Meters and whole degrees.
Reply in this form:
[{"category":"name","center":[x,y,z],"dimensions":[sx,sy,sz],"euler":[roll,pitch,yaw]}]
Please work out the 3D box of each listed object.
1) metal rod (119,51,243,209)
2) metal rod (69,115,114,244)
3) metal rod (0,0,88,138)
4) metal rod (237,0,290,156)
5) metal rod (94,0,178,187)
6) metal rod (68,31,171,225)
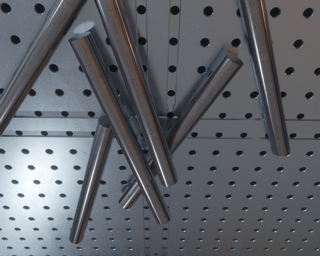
[{"category":"metal rod","center":[0.013,0.023,0.430],"dimensions":[0.025,0.025,0.298],"euler":[22,127,-18]},{"category":"metal rod","center":[-0.113,0.100,0.495],"dimensions":[0.025,0.025,0.298],"euler":[14,129,-12]},{"category":"metal rod","center":[-0.169,-0.047,0.370],"dimensions":[0.025,0.025,0.299],"euler":[32,123,-24]},{"category":"metal rod","center":[0.116,-0.075,0.348],"dimensions":[0.025,0.025,0.299],"euler":[-17,128,14]},{"category":"metal rod","center":[-0.025,-0.046,0.353],"dimensions":[0.025,0.025,0.299],"euler":[-12,124,10]},{"category":"metal rod","center":[-0.040,0.022,0.406],"dimensions":[0.025,0.025,0.299],"euler":[-14,122,11]}]
